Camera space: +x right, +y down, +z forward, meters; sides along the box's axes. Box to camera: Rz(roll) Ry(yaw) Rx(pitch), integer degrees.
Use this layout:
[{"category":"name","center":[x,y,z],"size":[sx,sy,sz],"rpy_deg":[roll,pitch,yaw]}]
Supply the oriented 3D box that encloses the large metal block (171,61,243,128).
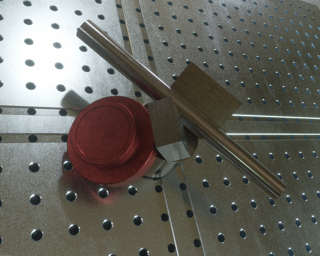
[{"category":"large metal block","center":[0.055,-0.041,0.415],"size":[0.080,0.050,0.080],"rpy_deg":[39,8,-2]}]

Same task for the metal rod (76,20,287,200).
[{"category":"metal rod","center":[0.026,-0.021,0.366],"size":[0.300,0.025,0.025],"rpy_deg":[40,51,-1]}]

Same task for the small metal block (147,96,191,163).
[{"category":"small metal block","center":[0.010,0.003,0.324],"size":[0.025,0.050,0.050],"rpy_deg":[-16,64,9]}]

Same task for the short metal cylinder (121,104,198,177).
[{"category":"short metal cylinder","center":[-0.001,0.014,0.378],"size":[0.081,0.050,0.080],"rpy_deg":[14,56,-21]}]

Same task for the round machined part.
[{"category":"round machined part","center":[-0.053,0.010,0.325],"size":[0.098,0.042,0.098],"rpy_deg":[-4,71,11]}]
